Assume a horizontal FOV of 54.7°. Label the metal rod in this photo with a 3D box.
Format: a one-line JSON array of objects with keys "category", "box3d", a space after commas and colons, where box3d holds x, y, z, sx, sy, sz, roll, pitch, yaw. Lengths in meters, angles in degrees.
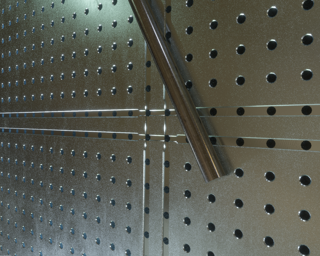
[{"category": "metal rod", "box3d": [0.011, -0.074, 0.398, 0.025, 0.025, 0.299, -34, 69, 34]}]
